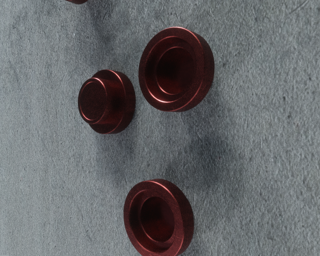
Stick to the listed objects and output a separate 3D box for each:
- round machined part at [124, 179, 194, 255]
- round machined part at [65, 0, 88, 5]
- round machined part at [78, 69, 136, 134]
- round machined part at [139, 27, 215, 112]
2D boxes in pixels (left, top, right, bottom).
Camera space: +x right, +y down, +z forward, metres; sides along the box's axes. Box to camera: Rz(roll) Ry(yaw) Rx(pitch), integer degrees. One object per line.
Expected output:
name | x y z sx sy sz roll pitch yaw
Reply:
round machined part | 0.003 0.113 0.392 0.098 0.042 0.097 0 90 40
round machined part | -0.122 -0.247 0.495 0.098 0.042 0.097 0 90 40
round machined part | -0.086 -0.039 0.465 0.098 0.042 0.097 0 90 40
round machined part | 0.024 -0.068 0.375 0.098 0.042 0.097 0 90 40
